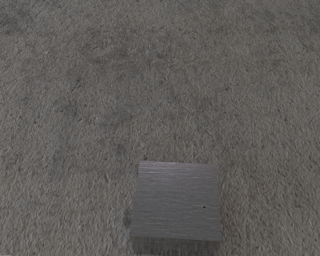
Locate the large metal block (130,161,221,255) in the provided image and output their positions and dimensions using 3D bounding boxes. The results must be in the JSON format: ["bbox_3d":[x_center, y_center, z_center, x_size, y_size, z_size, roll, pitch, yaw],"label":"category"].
[{"bbox_3d":[0.016,0.083,0.318,0.080,0.050,0.080,3,50,2],"label":"large metal block"}]
